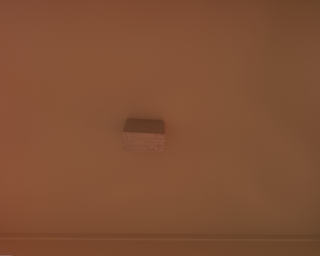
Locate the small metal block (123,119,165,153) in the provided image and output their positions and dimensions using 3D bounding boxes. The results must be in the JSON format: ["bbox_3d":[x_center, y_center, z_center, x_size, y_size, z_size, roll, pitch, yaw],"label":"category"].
[{"bbox_3d":[-0.020,0.009,0.397,0.050,0.050,0.025,3,110,-2],"label":"small metal block"}]
